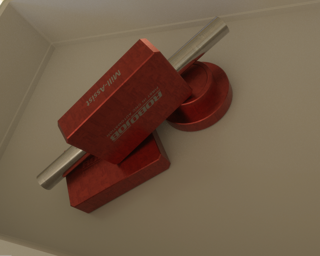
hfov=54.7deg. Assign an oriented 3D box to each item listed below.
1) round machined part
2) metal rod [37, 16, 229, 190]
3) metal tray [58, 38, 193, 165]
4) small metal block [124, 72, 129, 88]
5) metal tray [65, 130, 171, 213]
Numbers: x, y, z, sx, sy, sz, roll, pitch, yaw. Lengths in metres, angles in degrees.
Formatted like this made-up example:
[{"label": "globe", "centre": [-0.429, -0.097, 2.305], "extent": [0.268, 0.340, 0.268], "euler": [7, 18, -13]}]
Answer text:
[{"label": "round machined part", "centre": [0.040, -0.048, 0.400], "extent": [0.098, 0.042, 0.098], "euler": [-13, 56, 20]}, {"label": "metal rod", "centre": [-0.037, -0.028, 0.388], "extent": [0.300, 0.025, 0.025], "euler": [-41, 51, 5]}, {"label": "metal tray", "centre": [-0.035, -0.023, 0.345], "extent": [0.130, 0.090, 0.030], "euler": [-44, 54, 6]}, {"label": "small metal block", "centre": [-0.029, -0.050, 0.432], "extent": [0.025, 0.050, 0.050], "euler": [-38, 51, 2]}, {"label": "metal tray", "centre": [-0.061, 0.041, 0.406], "extent": [0.130, 0.030, 0.090], "euler": [-30, 52, 8]}]
